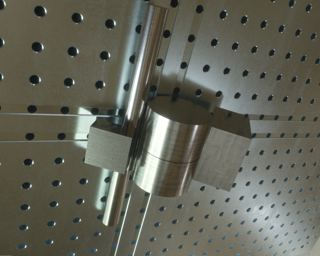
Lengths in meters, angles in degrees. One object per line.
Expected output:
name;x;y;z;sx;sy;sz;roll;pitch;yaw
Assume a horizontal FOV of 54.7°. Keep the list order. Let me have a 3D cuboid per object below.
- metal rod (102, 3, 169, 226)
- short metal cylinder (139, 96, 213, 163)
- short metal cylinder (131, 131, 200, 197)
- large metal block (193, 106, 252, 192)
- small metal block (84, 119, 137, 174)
metal rod;-0.037;0.003;0.387;0.025;0.025;0.298;0;118;-29
short metal cylinder;0.019;0.000;0.380;0.081;0.080;0.050;0;118;-29
short metal cylinder;0.007;0.044;0.402;0.081;0.080;0.050;0;118;-29
large metal block;0.085;0.026;0.424;0.050;0.080;0.079;18;115;5
small metal block;-0.059;0.022;0.373;0.050;0.025;0.050;16;114;3
